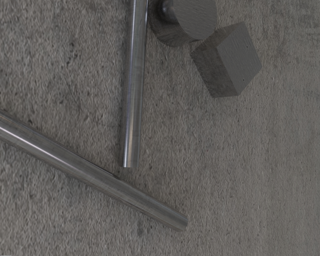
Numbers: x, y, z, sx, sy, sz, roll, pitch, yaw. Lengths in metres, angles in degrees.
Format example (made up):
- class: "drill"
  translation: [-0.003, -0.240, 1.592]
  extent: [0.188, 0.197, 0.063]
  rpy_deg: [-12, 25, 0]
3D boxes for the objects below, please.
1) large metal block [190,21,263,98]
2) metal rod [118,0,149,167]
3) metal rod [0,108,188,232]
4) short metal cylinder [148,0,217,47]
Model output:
- class: "large metal block"
  translation: [0.104, -0.103, 0.475]
  extent: [0.080, 0.050, 0.080]
  rpy_deg: [-46, 118, -30]
- class: "metal rod"
  translation: [-0.029, -0.103, 0.379]
  extent: [0.025, 0.025, 0.298]
  rpy_deg: [5, 87, -40]
- class: "metal rod"
  translation: [-0.070, 0.055, 0.345]
  extent: [0.301, 0.025, 0.025]
  rpy_deg: [38, 67, -34]
- class: "short metal cylinder"
  translation: [0.030, -0.153, 0.413]
  extent: [0.081, 0.050, 0.080]
  rpy_deg: [0, 90, -40]
